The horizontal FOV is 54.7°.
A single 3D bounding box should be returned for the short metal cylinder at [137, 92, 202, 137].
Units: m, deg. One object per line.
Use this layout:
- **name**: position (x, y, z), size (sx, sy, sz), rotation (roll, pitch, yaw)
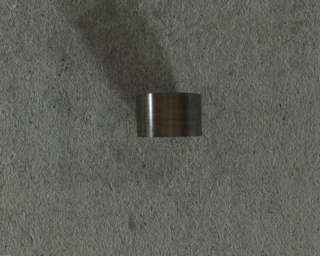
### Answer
- **short metal cylinder**: position (0.011, -0.015, 0.384), size (0.081, 0.080, 0.050), rotation (-1, 90, -1)
